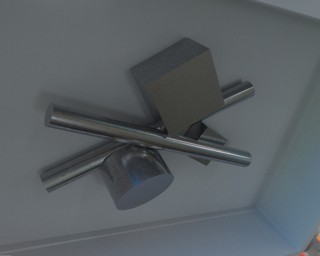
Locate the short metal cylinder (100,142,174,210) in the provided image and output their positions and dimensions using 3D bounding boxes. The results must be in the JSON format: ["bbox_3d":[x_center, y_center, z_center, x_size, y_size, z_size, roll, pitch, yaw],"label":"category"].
[{"bbox_3d":[-0.029,0.061,0.396,0.081,0.050,0.080,-25,152,-14],"label":"short metal cylinder"}]

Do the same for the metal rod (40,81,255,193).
[{"bbox_3d":[-0.005,0.005,0.408,0.302,0.025,0.025,-25,128,-14],"label":"metal rod"}]

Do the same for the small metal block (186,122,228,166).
[{"bbox_3d":[0.063,0.022,0.454,0.050,0.025,0.050,30,102,-38],"label":"small metal block"}]

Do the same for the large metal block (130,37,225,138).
[{"bbox_3d":[0.023,-0.049,0.374,0.080,0.050,0.080,-31,129,-8],"label":"large metal block"}]

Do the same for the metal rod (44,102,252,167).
[{"bbox_3d":[0.011,0.017,0.392,0.302,0.025,0.025,14,111,-34],"label":"metal rod"}]
